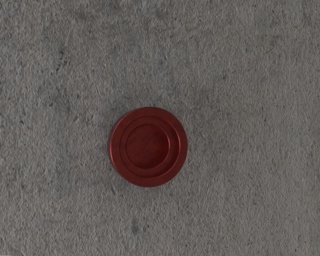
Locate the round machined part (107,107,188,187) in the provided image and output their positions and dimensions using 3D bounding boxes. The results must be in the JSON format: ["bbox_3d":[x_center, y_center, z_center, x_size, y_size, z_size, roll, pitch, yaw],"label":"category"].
[{"bbox_3d":[-0.018,0.023,0.393,0.099,0.042,0.097,0,90,-20],"label":"round machined part"}]
